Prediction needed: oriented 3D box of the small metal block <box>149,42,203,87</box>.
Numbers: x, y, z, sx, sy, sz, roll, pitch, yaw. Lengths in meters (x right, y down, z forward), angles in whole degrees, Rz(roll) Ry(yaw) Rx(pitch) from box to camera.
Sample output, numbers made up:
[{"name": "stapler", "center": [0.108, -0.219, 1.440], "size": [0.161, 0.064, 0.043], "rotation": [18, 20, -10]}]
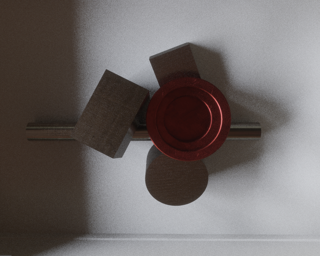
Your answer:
[{"name": "small metal block", "center": [0.019, -0.072, 0.384], "size": [0.050, 0.025, 0.050], "rotation": [-20, 109, 6]}]

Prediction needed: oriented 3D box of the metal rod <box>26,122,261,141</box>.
[{"name": "metal rod", "center": [-0.020, 0.005, 0.410], "size": [0.302, 0.025, 0.025], "rotation": [0, 110, -1]}]

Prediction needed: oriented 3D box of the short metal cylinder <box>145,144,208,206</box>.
[{"name": "short metal cylinder", "center": [0.021, 0.056, 0.417], "size": [0.081, 0.050, 0.079], "rotation": [0, 110, -1]}]

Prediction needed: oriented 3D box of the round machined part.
[{"name": "round machined part", "center": [0.033, -0.011, 0.377], "size": [0.099, 0.042, 0.097], "rotation": [0, 93, 0]}]

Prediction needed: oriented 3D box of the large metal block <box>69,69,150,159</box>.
[{"name": "large metal block", "center": [-0.052, -0.012, 0.360], "size": [0.050, 0.080, 0.080], "rotation": [27, 85, 2]}]
